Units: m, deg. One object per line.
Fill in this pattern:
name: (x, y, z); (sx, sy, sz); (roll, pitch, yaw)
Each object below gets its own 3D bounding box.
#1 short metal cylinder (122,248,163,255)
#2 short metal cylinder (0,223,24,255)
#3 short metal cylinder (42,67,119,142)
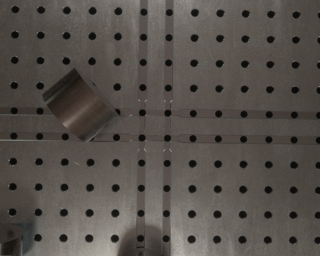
short metal cylinder: (-0.024, 0.205, 0.401); (0.081, 0.050, 0.079); (0, 90, -1)
short metal cylinder: (-0.214, 0.155, 0.383); (0.081, 0.080, 0.050); (4, 90, -1)
short metal cylinder: (-0.097, -0.029, 0.385); (0.050, 0.080, 0.080); (-41, 91, 0)
